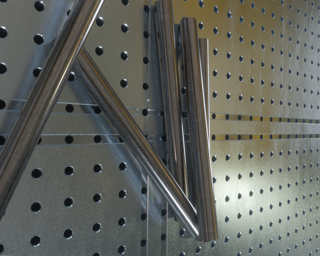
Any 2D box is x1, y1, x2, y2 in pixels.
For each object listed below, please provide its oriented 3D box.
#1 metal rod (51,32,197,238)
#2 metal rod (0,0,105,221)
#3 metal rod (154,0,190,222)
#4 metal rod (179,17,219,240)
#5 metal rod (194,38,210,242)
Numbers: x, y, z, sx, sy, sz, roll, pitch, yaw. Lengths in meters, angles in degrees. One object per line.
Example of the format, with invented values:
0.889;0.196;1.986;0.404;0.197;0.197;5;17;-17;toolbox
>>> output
-0.025;0.021;0.372;0.025;0.025;0.299;-45;112;-31;metal rod
-0.115;-0.018;0.292;0.025;0.025;0.299;29;78;-37;metal rod
0.018;-0.019;0.426;0.025;0.025;0.298;-9;96;-40;metal rod
0.051;-0.007;0.419;0.025;0.025;0.298;5;76;-40;metal rod
0.063;0.018;0.464;0.025;0.025;0.298;-2;92;-40;metal rod
